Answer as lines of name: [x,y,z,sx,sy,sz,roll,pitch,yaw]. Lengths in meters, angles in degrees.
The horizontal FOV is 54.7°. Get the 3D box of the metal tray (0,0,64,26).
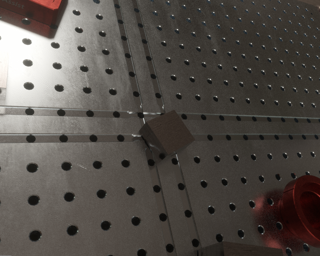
metal tray: [-0.196,-0.203,0.422,0.131,0.030,0.090,18,55,-19]

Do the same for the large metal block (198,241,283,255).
large metal block: [0.091,0.174,0.337,0.081,0.050,0.080,15,56,-20]

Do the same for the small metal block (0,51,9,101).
small metal block: [-0.196,-0.060,0.340,0.050,0.025,0.050,5,60,-26]

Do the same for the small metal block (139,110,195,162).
small metal block: [0.010,0.010,0.409,0.050,0.025,0.050,-25,76,-37]

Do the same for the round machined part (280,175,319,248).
round machined part: [0.213,0.120,0.442,0.099,0.042,0.098,14,56,-21]
